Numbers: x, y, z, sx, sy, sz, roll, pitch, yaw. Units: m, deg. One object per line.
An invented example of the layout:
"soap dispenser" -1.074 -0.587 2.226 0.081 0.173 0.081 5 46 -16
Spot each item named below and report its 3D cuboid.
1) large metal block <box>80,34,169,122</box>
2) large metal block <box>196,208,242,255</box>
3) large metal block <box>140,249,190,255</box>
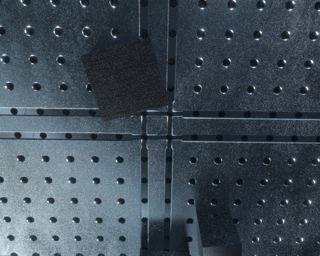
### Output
"large metal block" -0.039 -0.062 0.377 0.080 0.050 0.080 -14 110 5
"large metal block" 0.084 0.175 0.449 0.050 0.080 0.080 -5 110 2
"large metal block" 0.005 0.236 0.471 0.080 0.080 0.050 5 110 -2
